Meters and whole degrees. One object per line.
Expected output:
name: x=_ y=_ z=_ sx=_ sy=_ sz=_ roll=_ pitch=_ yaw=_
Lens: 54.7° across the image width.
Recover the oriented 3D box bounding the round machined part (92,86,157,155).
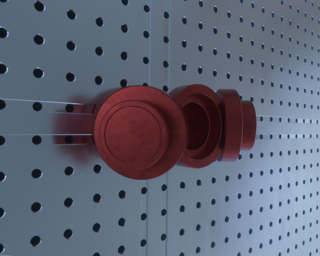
round machined part: x=-0.029 y=-0.003 z=0.375 sx=0.099 sy=0.042 sz=0.097 roll=0 pitch=90 yaw=-40

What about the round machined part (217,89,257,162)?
round machined part: x=0.100 y=-0.004 z=0.417 sx=0.042 sy=0.098 sz=0.097 roll=0 pitch=90 yaw=0

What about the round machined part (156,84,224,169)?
round machined part: x=0.033 y=-0.002 z=0.372 sx=0.099 sy=0.042 sz=0.097 roll=0 pitch=90 yaw=-40

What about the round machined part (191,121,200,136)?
round machined part: x=0.047 y=-0.003 z=0.439 sx=0.099 sy=0.042 sz=0.097 roll=0 pitch=90 yaw=-40

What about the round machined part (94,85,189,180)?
round machined part: x=-0.022 y=0.005 z=0.315 sx=0.042 sy=0.098 sz=0.097 roll=-21 pitch=107 yaw=-77
